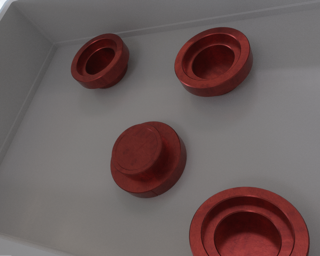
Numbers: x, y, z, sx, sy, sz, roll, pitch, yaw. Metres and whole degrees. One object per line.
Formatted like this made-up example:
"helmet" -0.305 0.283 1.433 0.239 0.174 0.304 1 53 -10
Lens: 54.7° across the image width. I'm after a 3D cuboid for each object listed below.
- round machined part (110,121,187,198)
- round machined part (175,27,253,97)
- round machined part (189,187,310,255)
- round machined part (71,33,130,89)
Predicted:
"round machined part" -0.020 0.034 0.385 0.098 0.042 0.098 -13 56 21
"round machined part" 0.072 -0.081 0.407 0.098 0.042 0.098 -13 56 21
"round machined part" 0.078 0.104 0.276 0.098 0.042 0.098 -11 38 9
"round machined part" -0.093 -0.104 0.507 0.098 0.042 0.098 -13 56 21
